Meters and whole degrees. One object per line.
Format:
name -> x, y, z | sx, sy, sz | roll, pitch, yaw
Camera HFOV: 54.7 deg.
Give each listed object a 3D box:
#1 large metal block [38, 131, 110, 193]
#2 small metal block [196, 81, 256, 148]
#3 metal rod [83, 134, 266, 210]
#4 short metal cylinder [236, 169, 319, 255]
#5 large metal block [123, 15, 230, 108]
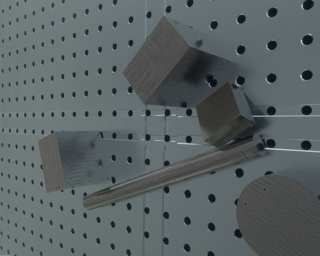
large metal block -> -0.132, 0.050, 0.480 | 0.050, 0.081, 0.080 | -23, 76, 37
small metal block -> 0.070, -0.014, 0.338 | 0.050, 0.025, 0.050 | -39, 41, 32
metal rod -> -0.005, 0.069, 0.411 | 0.299, 0.025, 0.025 | -25, 74, 36
short metal cylinder -> 0.121, 0.081, 0.293 | 0.080, 0.050, 0.079 | 0, 90, 39
large metal block -> 0.019, -0.071, 0.356 | 0.080, 0.081, 0.050 | -48, 62, 29
